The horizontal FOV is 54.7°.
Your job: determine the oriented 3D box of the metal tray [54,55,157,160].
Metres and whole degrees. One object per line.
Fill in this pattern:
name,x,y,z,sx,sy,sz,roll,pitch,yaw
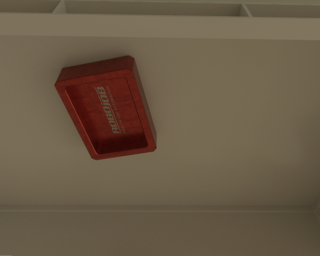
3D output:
metal tray,-0.061,-0.019,0.388,0.090,0.030,0.129,-9,130,7
